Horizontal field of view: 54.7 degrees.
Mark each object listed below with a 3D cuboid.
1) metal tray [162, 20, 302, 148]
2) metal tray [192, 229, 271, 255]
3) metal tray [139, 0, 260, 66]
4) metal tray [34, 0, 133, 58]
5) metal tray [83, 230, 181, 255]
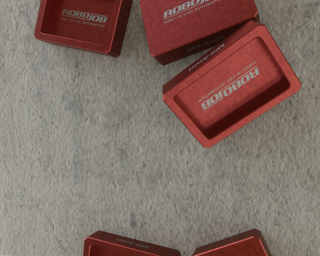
[{"bbox_3d":[0.079,-0.046,0.354,0.130,0.030,0.090,-35,113,16],"label":"metal tray"},{"bbox_3d":[0.103,0.199,0.369,0.090,0.030,0.129,-26,82,17],"label":"metal tray"},{"bbox_3d":[0.045,-0.142,0.380,0.130,0.030,0.090,-17,71,18],"label":"metal tray"},{"bbox_3d":[-0.111,-0.159,0.444,0.130,0.030,0.089,16,95,19],"label":"metal tray"},{"bbox_3d":[-0.042,0.200,0.420,0.130,0.030,0.089,7,92,19],"label":"metal tray"}]
